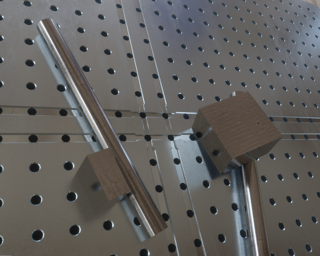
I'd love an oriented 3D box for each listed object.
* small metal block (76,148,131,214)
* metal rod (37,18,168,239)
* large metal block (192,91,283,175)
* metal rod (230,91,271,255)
[{"bbox_3d":[-0.061,0.056,0.325,0.025,0.050,0.050,-19,72,-35],"label":"small metal block"},{"bbox_3d":[-0.076,-0.011,0.373,0.025,0.025,0.299,-20,73,-36],"label":"metal rod"},{"bbox_3d":[0.102,0.005,0.424,0.081,0.050,0.080,-20,63,-19],"label":"large metal block"},{"bbox_3d":[0.124,0.074,0.429,0.025,0.025,0.299,15,56,-20],"label":"metal rod"}]
